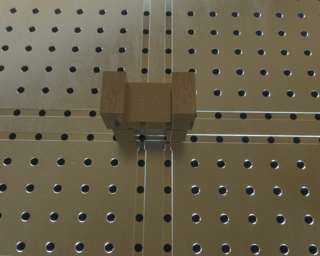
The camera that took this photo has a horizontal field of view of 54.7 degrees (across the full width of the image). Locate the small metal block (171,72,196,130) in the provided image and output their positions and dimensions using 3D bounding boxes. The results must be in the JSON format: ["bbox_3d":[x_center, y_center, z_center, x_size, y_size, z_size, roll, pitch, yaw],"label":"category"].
[{"bbox_3d":[0.026,-0.030,0.355,0.025,0.050,0.050,1,70,0],"label":"small metal block"}]

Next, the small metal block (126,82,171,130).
[{"bbox_3d":[-0.013,-0.026,0.369,0.050,0.025,0.050,1,70,0],"label":"small metal block"}]

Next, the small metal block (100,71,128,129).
[{"bbox_3d":[-0.050,-0.030,0.355,0.025,0.050,0.050,1,70,0],"label":"small metal block"}]

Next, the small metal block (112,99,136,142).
[{"bbox_3d":[-0.045,-0.013,0.402,0.025,0.050,0.050,1,70,0],"label":"small metal block"}]

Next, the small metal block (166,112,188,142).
[{"bbox_3d":[0.020,-0.013,0.403,0.025,0.050,0.050,-1,70,-1],"label":"small metal block"}]
